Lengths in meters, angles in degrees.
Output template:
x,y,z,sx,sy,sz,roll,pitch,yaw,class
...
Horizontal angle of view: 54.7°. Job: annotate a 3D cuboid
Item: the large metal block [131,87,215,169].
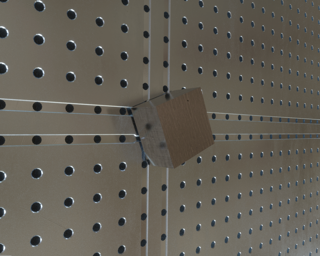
x,y,z,sx,sy,sz,roll,pitch,yaw,class
0.019,-0.002,0.407,0.081,0.050,0.080,-27,107,-37,large metal block
